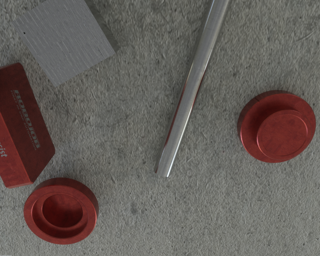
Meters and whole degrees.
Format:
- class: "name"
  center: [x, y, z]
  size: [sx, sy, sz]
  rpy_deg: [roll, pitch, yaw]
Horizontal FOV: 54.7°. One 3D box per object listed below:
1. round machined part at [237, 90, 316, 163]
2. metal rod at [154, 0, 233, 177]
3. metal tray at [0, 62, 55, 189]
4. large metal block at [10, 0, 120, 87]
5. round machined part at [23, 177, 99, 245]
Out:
- class: "round machined part"
  center: [0.155, 0.003, 0.404]
  size: [0.099, 0.042, 0.097]
  rpy_deg: [0, 110, -1]
- class: "metal rod"
  center: [0.046, -0.073, 0.383]
  size: [0.025, 0.025, 0.298]
  rpy_deg: [16, 109, -6]
- class: "metal tray"
  center: [-0.174, -0.006, 0.370]
  size: [0.030, 0.090, 0.129]
  rpy_deg: [-13, 110, 4]
- class: "large metal block"
  center: [-0.103, -0.105, 0.356]
  size: [0.080, 0.050, 0.080]
  rpy_deg: [-27, 108, 9]
- class: "round machined part"
  center: [-0.136, 0.113, 0.440]
  size: [0.099, 0.042, 0.097]
  rpy_deg: [0, 110, -1]
